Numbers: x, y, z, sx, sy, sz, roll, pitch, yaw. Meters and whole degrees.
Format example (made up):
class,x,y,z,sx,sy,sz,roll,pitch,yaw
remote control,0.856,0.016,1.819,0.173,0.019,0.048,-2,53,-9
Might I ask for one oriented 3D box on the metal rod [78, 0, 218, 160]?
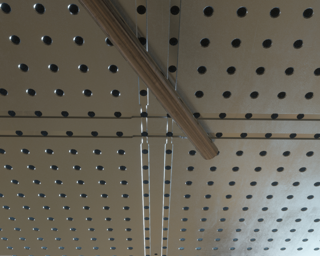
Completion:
class,x,y,z,sx,sy,sz,roll,pitch,yaw
metal rod,-0.010,-0.061,0.359,0.025,0.025,0.300,-26,126,20
